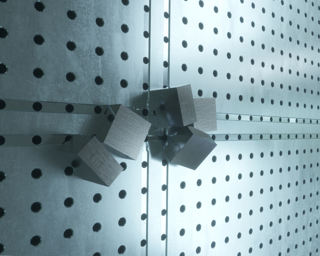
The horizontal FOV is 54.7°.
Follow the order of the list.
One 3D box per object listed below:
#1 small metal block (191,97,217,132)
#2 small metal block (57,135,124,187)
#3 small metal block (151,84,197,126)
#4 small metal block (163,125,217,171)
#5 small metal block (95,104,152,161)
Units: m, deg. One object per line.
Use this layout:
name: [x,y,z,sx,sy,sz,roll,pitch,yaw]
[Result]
small metal block: [0.058,-0.019,0.460,0.050,0.025,0.050,-7,95,-40]
small metal block: [-0.075,0.034,0.332,0.025,0.050,0.050,-52,121,-28]
small metal block: [0.018,-0.029,0.410,0.025,0.050,0.050,-19,102,-39]
small metal block: [0.042,0.027,0.431,0.050,0.025,0.050,23,112,-38]
small metal block: [-0.045,0.005,0.374,0.050,0.025,0.050,34,69,-35]
